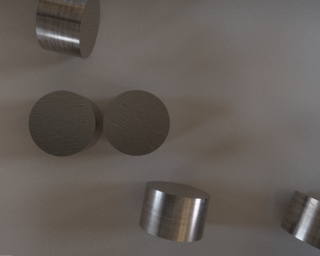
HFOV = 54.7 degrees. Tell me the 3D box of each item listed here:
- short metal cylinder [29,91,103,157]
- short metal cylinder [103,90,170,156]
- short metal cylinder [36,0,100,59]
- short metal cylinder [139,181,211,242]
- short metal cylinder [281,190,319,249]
[{"bbox_3d":[-0.118,-0.006,0.398,0.081,0.050,0.080,0,90,0],"label":"short metal cylinder"},{"bbox_3d":[-0.028,-0.006,0.399,0.081,0.050,0.080,0,90,0],"label":"short metal cylinder"},{"bbox_3d":[-0.111,-0.131,0.383,0.050,0.080,0.080,13,90,0],"label":"short metal cylinder"},{"bbox_3d":[0.018,0.100,0.384,0.080,0.080,0.050,11,90,0],"label":"short metal cylinder"},{"bbox_3d":[0.199,0.117,0.385,0.080,0.080,0.050,22,90,0],"label":"short metal cylinder"}]
